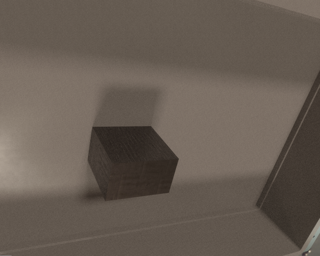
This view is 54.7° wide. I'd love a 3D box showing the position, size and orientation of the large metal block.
[{"bbox_3d":[-0.036,0.039,0.379,0.081,0.080,0.050,-1,119,-29],"label":"large metal block"}]
